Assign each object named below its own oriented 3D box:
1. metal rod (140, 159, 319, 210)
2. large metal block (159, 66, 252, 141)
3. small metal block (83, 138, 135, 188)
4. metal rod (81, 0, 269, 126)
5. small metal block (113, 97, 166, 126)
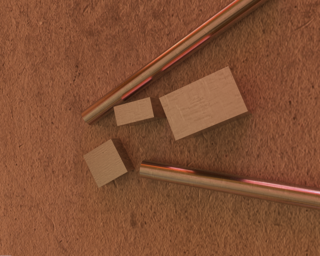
[{"bbox_3d":[0.119,0.072,0.366,0.301,0.025,0.025,7,93,19],"label":"metal rod"},{"bbox_3d":[0.057,-0.025,0.359,0.080,0.080,0.050,-23,83,18],"label":"large metal block"},{"bbox_3d":[-0.071,0.048,0.433,0.050,0.025,0.050,-31,80,17],"label":"small metal block"},{"bbox_3d":[0.017,-0.093,0.402,0.300,0.025,0.025,-33,80,16],"label":"metal rod"},{"bbox_3d":[-0.024,-0.020,0.403,0.050,0.050,0.025,-13,86,19],"label":"small metal block"}]
